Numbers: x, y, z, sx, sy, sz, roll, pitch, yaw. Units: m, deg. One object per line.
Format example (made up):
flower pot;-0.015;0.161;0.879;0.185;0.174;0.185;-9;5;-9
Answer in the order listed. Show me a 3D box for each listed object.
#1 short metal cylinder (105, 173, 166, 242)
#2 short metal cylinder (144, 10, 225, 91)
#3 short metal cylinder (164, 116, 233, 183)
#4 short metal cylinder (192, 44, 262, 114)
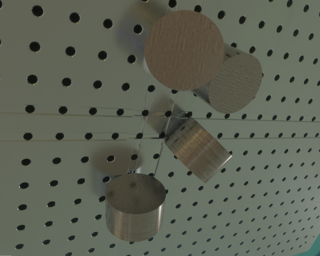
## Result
short metal cylinder;-0.034;0.107;0.425;0.081;0.080;0.050;-10;123;-24
short metal cylinder;0.026;-0.080;0.336;0.080;0.050;0.079;0;96;3
short metal cylinder;0.052;0.029;0.424;0.050;0.080;0.080;-46;130;3
short metal cylinder;0.084;-0.065;0.403;0.081;0.050;0.079;-14;125;-21
